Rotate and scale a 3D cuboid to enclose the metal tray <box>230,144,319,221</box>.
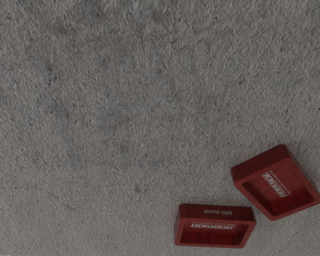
[{"bbox_3d":[0.182,0.090,0.481,0.090,0.030,0.130,-32,124,24],"label":"metal tray"}]

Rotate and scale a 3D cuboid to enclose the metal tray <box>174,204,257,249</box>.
[{"bbox_3d":[0.095,0.177,0.555,0.131,0.030,0.089,4,130,-4],"label":"metal tray"}]
